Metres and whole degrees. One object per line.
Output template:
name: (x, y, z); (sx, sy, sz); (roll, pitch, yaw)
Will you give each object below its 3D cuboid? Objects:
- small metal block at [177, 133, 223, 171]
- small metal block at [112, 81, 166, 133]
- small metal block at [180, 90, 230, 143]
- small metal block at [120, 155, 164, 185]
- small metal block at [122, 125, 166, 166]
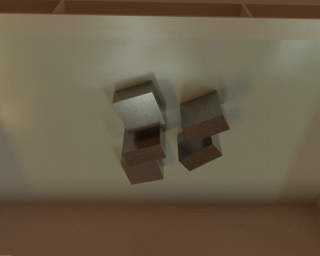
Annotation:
small metal block: (0.052, 0.022, 0.413); (0.050, 0.050, 0.025); (-30, 124, 22)
small metal block: (-0.025, -0.025, 0.387); (0.050, 0.025, 0.050); (-15, 129, 12)
small metal block: (0.054, -0.015, 0.381); (0.050, 0.050, 0.025); (-21, 127, 16)
small metal block: (-0.025, 0.054, 0.455); (0.050, 0.025, 0.050); (-11, 130, 9)
small metal block: (-0.020, 0.019, 0.408); (0.050, 0.050, 0.025); (-14, 129, 11)
